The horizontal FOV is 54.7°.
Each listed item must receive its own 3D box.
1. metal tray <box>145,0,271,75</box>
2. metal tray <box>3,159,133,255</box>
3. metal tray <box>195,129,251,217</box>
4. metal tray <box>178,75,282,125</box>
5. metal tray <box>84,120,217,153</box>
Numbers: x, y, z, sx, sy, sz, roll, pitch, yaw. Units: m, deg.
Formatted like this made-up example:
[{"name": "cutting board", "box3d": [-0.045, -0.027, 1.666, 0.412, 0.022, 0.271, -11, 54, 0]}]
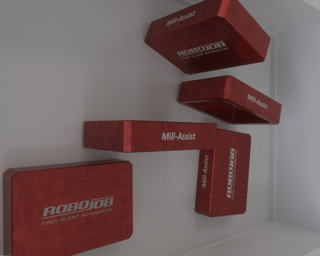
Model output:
[{"name": "metal tray", "box3d": [0.055, -0.108, 0.384, 0.090, 0.130, 0.030, 29, 72, -36]}, {"name": "metal tray", "box3d": [-0.091, 0.083, 0.327, 0.131, 0.030, 0.089, -1, 91, -40]}, {"name": "metal tray", "box3d": [0.101, 0.069, 0.488, 0.091, 0.030, 0.129, 9, 84, -40]}, {"name": "metal tray", "box3d": [0.102, -0.035, 0.449, 0.131, 0.090, 0.030, 18, 79, -39]}, {"name": "metal tray", "box3d": [-0.009, 0.008, 0.356, 0.131, 0.090, 0.030, 1, 90, -40]}]
